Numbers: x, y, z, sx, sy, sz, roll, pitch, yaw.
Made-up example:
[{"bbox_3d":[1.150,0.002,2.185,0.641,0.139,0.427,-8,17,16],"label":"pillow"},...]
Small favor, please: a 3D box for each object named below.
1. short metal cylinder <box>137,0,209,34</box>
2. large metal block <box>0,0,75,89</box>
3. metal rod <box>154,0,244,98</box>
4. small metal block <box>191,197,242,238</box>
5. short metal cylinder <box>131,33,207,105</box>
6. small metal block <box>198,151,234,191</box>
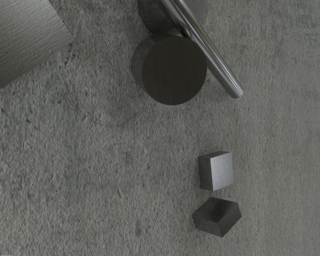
[{"bbox_3d":[0.018,-0.163,0.405,0.081,0.050,0.079,0,90,-40],"label":"short metal cylinder"},{"bbox_3d":[-0.139,-0.088,0.273,0.080,0.050,0.080,-47,118,-30],"label":"large metal block"},{"bbox_3d":[0.052,-0.109,0.395,0.301,0.025,0.025,33,69,-53],"label":"metal rod"},{"bbox_3d":[0.084,0.131,0.462,0.050,0.050,0.025,-31,110,-36],"label":"small metal block"},{"bbox_3d":[0.010,-0.073,0.378,0.081,0.050,0.079,-7,112,-17],"label":"short metal cylinder"},{"bbox_3d":[0.087,0.066,0.481,0.050,0.025,0.050,-10,97,-40],"label":"small metal block"}]
